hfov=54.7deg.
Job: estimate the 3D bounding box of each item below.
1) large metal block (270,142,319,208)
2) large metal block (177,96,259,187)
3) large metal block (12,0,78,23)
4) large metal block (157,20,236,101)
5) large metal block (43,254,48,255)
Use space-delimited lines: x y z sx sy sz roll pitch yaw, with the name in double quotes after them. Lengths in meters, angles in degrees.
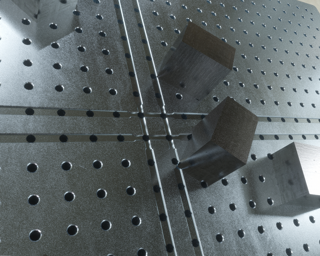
0.226 0.073 0.472 0.081 0.050 0.080 11 57 -23 "large metal block"
0.076 0.019 0.404 0.050 0.080 0.080 34 51 -6 "large metal block"
-0.167 -0.205 0.428 0.080 0.050 0.080 41 51 0 "large metal block"
0.053 -0.097 0.463 0.080 0.080 0.050 27 52 -12 "large metal block"
-0.082 0.162 0.250 0.080 0.050 0.080 31 52 -9 "large metal block"
